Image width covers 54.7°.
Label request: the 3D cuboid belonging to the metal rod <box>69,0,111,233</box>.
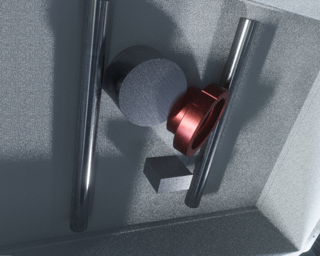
[{"bbox_3d":[-0.087,0.006,0.365,0.025,0.025,0.298,-3,120,-27],"label":"metal rod"}]

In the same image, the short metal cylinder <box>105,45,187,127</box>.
[{"bbox_3d":[-0.017,-0.048,0.355,0.081,0.050,0.079,-14,124,-21],"label":"short metal cylinder"}]

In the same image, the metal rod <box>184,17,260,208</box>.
[{"bbox_3d":[0.083,-0.005,0.452,0.025,0.025,0.298,-2,119,-28],"label":"metal rod"}]

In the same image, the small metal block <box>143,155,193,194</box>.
[{"bbox_3d":[0.010,0.065,0.440,0.050,0.050,0.025,-2,120,-28],"label":"small metal block"}]

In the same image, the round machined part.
[{"bbox_3d":[0.045,-0.015,0.395,0.098,0.042,0.098,-49,160,-24],"label":"round machined part"}]
